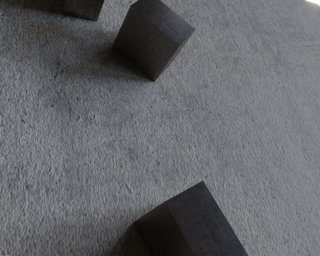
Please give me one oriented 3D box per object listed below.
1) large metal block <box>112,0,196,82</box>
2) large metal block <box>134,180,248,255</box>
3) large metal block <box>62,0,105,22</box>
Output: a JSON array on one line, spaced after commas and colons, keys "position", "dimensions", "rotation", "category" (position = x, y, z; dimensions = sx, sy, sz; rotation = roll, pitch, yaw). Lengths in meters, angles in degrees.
[{"position": [-0.011, -0.127, 0.440], "dimensions": [0.080, 0.080, 0.050], "rotation": [39, 51, -2], "category": "large metal block"}, {"position": [0.027, 0.111, 0.315], "dimensions": [0.050, 0.080, 0.080], "rotation": [-20, 73, -36], "category": "large metal block"}, {"position": [-0.107, -0.216, 0.442], "dimensions": [0.050, 0.080, 0.080], "rotation": [5, 60, -26], "category": "large metal block"}]
